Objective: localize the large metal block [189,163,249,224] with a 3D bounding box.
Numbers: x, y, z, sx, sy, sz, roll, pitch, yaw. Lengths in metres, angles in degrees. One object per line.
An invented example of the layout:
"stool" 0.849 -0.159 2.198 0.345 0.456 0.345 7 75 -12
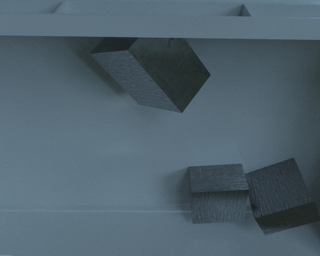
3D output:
"large metal block" 0.088 0.103 0.481 0.080 0.050 0.080 -4 130 3

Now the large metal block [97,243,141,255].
"large metal block" -0.091 0.286 0.638 0.081 0.050 0.079 13 129 -11

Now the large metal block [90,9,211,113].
"large metal block" -0.011 -0.064 0.310 0.080 0.080 0.050 46 72 -32

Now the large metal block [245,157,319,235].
"large metal block" 0.178 0.101 0.461 0.080 0.080 0.050 -23 127 18
